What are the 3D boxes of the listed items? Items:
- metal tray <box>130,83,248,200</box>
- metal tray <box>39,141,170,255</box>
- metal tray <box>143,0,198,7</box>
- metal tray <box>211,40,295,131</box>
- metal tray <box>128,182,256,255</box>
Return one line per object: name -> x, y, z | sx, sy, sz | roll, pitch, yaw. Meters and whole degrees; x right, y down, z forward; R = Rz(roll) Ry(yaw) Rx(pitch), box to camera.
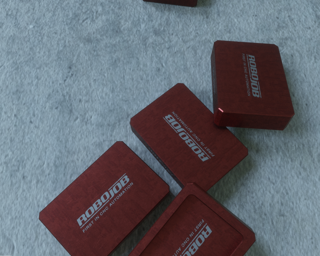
metal tray -> 0.035, 0.015, 0.400 | 0.090, 0.030, 0.130 | -38, 75, -13
metal tray -> -0.063, 0.091, 0.372 | 0.090, 0.030, 0.130 | 43, 75, 13
metal tray -> 0.023, -0.262, 0.501 | 0.091, 0.030, 0.130 | 8, 70, 2
metal tray -> 0.117, -0.060, 0.410 | 0.091, 0.030, 0.130 | 4, 55, 0
metal tray -> 0.028, 0.136, 0.338 | 0.090, 0.030, 0.130 | 39, 89, 12
